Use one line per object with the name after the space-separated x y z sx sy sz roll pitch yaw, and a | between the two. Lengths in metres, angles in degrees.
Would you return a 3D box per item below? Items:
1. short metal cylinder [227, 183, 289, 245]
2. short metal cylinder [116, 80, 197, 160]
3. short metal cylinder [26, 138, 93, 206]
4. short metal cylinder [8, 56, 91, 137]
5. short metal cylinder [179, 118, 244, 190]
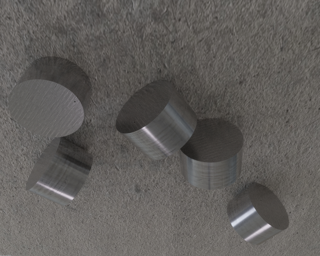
0.153 0.134 0.487 0.080 0.080 0.050 26 125 -21 | short metal cylinder
-0.004 -0.010 0.362 0.080 0.080 0.050 -29 125 22 | short metal cylinder
-0.135 0.058 0.419 0.050 0.080 0.080 34 122 -26 | short metal cylinder
-0.124 -0.035 0.359 0.081 0.050 0.079 0 130 0 | short metal cylinder
0.065 0.032 0.399 0.080 0.080 0.050 -5 130 4 | short metal cylinder
